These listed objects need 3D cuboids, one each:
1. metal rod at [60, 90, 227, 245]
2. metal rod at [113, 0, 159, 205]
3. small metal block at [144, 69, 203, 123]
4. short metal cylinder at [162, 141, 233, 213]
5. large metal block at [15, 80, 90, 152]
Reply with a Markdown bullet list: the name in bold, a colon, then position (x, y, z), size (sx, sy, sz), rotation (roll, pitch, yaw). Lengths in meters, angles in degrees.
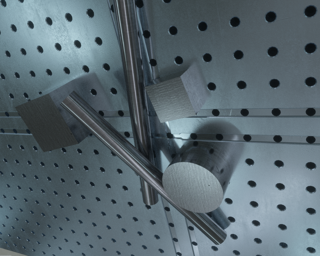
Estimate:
- **metal rod**: position (-0.013, 0.063, 0.426), size (0.300, 0.025, 0.025), rotation (44, 129, -15)
- **metal rod**: position (-0.027, -0.016, 0.413), size (0.025, 0.025, 0.298), rotation (8, 122, 23)
- **small metal block**: position (0.017, -0.038, 0.378), size (0.050, 0.025, 0.050), rotation (-12, 113, 32)
- **short metal cylinder**: position (0.050, 0.064, 0.407), size (0.080, 0.050, 0.079), rotation (13, 124, 20)
- **large metal block**: position (-0.153, -0.016, 0.464), size (0.080, 0.050, 0.080), rotation (-13, 112, 33)
